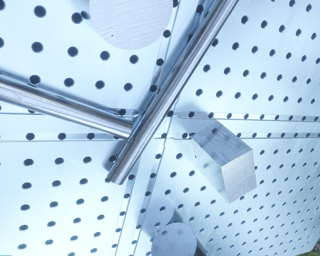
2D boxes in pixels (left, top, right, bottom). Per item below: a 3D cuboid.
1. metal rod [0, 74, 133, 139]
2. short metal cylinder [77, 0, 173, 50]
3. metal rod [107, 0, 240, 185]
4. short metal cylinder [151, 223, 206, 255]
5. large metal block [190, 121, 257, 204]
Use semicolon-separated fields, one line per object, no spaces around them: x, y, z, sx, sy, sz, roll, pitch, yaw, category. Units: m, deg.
-0.157;-0.040;0.300;0.302;0.025;0.025;20;108;-36;metal rod
-0.035;-0.122;0.301;0.081;0.050;0.079;-14;124;-21;short metal cylinder
0.017;-0.053;0.387;0.025;0.025;0.299;23;106;-37;metal rod
0.032;0.209;0.522;0.080;0.080;0.050;-35;129;-5;short metal cylinder
0.094;0.050;0.458;0.050;0.080;0.080;-28;128;-11;large metal block
